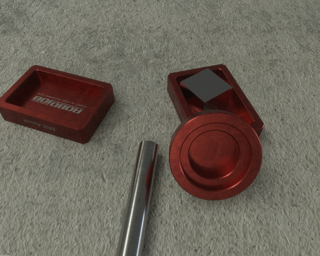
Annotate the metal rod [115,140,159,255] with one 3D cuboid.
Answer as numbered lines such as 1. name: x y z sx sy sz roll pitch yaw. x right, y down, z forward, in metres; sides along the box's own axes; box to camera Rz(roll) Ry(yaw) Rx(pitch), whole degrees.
1. metal rod: -0.032 0.137 0.287 0.025 0.025 0.300 6 50 4

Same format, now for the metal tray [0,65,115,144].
1. metal tray: -0.141 -0.036 0.428 0.131 0.030 0.090 16 52 12

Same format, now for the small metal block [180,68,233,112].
1. small metal block: 0.063 -0.051 0.430 0.050 0.025 0.050 -29 56 -23

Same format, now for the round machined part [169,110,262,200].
1. round machined part: 0.059 0.027 0.347 0.099 0.097 0.042 1 12 0

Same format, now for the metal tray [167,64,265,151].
1. metal tray: 0.071 -0.031 0.426 0.091 0.030 0.130 -12 51 -10
